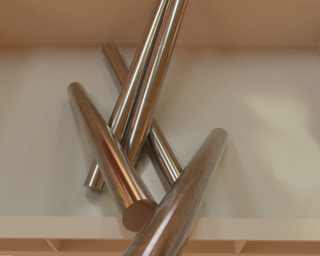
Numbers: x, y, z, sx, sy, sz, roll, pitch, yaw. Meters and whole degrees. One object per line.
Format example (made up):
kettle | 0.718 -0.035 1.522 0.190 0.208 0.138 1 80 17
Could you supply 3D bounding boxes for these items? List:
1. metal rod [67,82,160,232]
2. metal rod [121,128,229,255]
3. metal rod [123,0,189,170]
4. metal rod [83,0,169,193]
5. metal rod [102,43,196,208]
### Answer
metal rod | -0.067 0.000 0.324 0.025 0.025 0.300 -19 28 -15
metal rod | 0.032 0.040 0.259 0.025 0.025 0.301 17 15 14
metal rod | 0.001 -0.090 0.403 0.025 0.025 0.299 14 75 11
metal rod | -0.032 -0.063 0.406 0.025 0.025 0.300 13 67 10
metal rod | -0.027 -0.024 0.424 0.025 0.025 0.300 -18 52 -15
